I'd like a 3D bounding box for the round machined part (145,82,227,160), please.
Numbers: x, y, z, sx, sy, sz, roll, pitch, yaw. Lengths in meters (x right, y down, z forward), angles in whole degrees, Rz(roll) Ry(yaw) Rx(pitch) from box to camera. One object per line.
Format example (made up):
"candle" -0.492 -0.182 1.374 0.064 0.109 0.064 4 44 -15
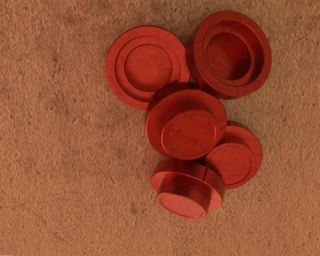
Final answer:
"round machined part" 0.032 -0.001 0.367 0.099 0.042 0.097 -5 121 -7

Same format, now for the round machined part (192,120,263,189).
"round machined part" 0.090 0.042 0.419 0.099 0.042 0.097 0 110 -1

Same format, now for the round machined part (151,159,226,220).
"round machined part" 0.033 0.085 0.407 0.098 0.042 0.097 16 145 11

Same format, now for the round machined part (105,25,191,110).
"round machined part" -0.013 -0.074 0.375 0.099 0.042 0.097 0 110 -1

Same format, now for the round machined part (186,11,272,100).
"round machined part" 0.075 -0.080 0.359 0.099 0.042 0.097 2 83 -18
